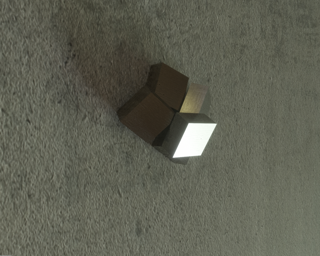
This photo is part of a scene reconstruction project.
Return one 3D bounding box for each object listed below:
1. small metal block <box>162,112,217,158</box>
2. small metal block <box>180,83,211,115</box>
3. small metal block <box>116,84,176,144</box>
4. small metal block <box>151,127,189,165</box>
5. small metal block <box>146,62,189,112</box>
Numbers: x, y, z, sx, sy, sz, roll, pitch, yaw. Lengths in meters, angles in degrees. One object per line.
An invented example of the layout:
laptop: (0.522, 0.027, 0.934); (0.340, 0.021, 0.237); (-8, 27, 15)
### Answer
small metal block: (0.037, 0.009, 0.392); (0.050, 0.025, 0.050); (0, 123, -40)
small metal block: (0.051, -0.028, 0.437); (0.050, 0.025, 0.050); (62, 47, -64)
small metal block: (-0.016, -0.017, 0.380); (0.050, 0.025, 0.050); (-43, 124, 9)
small metal block: (0.022, 0.016, 0.427); (0.050, 0.025, 0.050); (40, 66, -33)
small metal block: (0.008, -0.053, 0.415); (0.050, 0.025, 0.050); (22, 76, -38)
